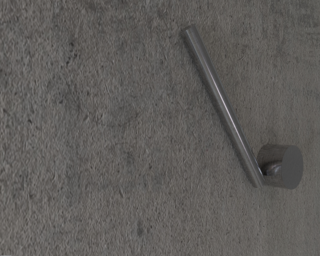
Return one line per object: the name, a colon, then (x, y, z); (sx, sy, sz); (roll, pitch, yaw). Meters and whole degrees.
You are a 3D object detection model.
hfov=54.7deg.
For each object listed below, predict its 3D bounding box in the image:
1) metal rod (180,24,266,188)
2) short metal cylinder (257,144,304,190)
metal rod: (0.108, -0.022, 0.494); (0.025, 0.025, 0.299); (-44, 117, -31)
short metal cylinder: (0.223, 0.071, 0.576); (0.081, 0.050, 0.079); (0, 90, -40)
